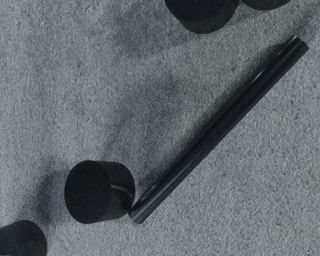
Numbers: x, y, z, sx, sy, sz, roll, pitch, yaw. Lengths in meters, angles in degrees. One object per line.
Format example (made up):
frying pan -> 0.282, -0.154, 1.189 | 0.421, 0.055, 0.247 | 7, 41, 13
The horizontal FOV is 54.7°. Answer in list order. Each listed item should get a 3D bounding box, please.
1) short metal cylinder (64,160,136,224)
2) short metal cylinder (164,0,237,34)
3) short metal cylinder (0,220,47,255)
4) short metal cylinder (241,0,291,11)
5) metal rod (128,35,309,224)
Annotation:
short metal cylinder -> -0.080, 0.084, 0.415 | 0.080, 0.050, 0.080 | -5, 79, 30
short metal cylinder -> 0.050, -0.162, 0.378 | 0.080, 0.050, 0.080 | 0, 90, 20
short metal cylinder -> -0.223, 0.188, 0.474 | 0.080, 0.050, 0.080 | 0, 90, 20
short metal cylinder -> 0.123, -0.183, 0.352 | 0.080, 0.050, 0.080 | 0, 90, 19
metal rod -> 0.063, 0.012, 0.386 | 0.025, 0.025, 0.299 | 45, 104, 14
